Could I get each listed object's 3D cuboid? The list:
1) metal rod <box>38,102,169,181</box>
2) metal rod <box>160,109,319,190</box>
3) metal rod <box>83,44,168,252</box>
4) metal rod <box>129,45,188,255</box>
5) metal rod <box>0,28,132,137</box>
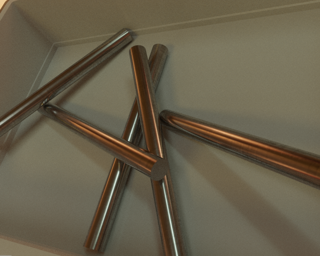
[{"bbox_3d":[-0.100,0.004,0.430,0.300,0.025,0.025,22,73,44],"label":"metal rod"},{"bbox_3d":[0.085,0.019,0.287,0.025,0.025,0.300,-53,33,-9],"label":"metal rod"},{"bbox_3d":[-0.038,0.009,0.420,0.025,0.025,0.300,2,63,29],"label":"metal rod"},{"bbox_3d":[-0.007,0.016,0.379,0.025,0.025,0.299,-21,60,16],"label":"metal rod"},{"bbox_3d":[-0.170,-0.068,0.508,0.301,0.025,0.025,-39,50,-10],"label":"metal rod"}]
